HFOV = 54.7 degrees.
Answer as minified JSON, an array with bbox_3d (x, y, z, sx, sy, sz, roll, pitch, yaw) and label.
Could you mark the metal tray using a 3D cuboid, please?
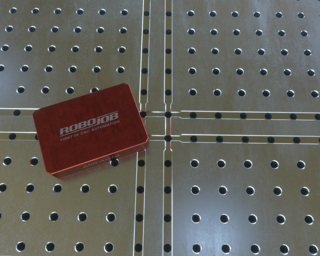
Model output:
[{"bbox_3d":[-0.089,0.002,0.407,0.131,0.030,0.090,-18,71,-7],"label":"metal tray"}]
